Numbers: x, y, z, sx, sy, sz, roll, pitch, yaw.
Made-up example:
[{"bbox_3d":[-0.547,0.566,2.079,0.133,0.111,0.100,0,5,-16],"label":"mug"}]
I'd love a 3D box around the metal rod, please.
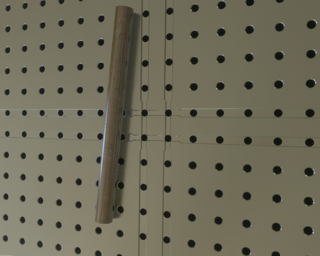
[{"bbox_3d":[-0.064,-0.017,0.434,0.025,0.025,0.298,7,92,19],"label":"metal rod"}]
